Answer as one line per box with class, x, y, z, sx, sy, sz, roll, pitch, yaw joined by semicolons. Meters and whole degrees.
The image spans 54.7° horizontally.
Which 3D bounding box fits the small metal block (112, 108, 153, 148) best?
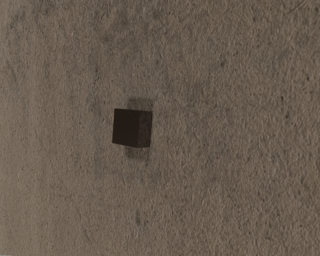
small metal block;-0.039;-0.001;0.435;0.050;0.025;0.050;8;95;39
